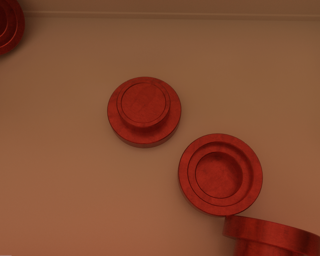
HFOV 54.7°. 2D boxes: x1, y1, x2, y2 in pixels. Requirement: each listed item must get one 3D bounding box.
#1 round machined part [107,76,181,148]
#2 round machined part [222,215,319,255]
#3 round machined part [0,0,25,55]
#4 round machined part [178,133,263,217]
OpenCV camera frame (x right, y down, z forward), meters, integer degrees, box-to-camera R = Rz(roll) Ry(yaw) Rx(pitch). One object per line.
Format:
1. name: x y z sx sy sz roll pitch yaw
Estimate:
1. round machined part: -0.021 -0.026 0.410 0.099 0.042 0.098 0 70 0
2. round machined part: 0.114 0.126 0.326 0.098 0.098 0.042 14 72 5
3. round machined part: -0.246 -0.153 0.432 0.098 0.098 0.042 -44 47 -14
4. round machined part: 0.070 0.059 0.379 0.099 0.042 0.098 0 70 0
